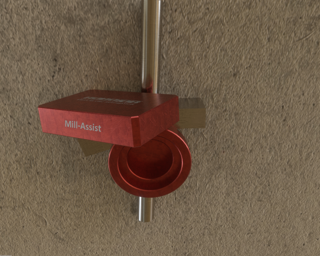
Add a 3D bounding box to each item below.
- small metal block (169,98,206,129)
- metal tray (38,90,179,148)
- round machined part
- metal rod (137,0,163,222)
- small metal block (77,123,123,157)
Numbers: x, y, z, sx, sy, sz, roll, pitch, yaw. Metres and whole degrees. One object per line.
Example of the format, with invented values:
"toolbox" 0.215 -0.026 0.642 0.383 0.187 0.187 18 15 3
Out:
"small metal block" 0.029 -0.020 0.391 0.050 0.050 0.025 -1 110 0
"metal tray" -0.055 -0.016 0.345 0.130 0.091 0.030 7 112 28
"round machined part" -0.012 0.034 0.385 0.099 0.042 0.097 -1 114 -2
"metal rod" -0.015 -0.008 0.408 0.025 0.025 0.298 2 110 -1
"small metal block" -0.073 0.008 0.400 0.050 0.050 0.025 -18 109 6
